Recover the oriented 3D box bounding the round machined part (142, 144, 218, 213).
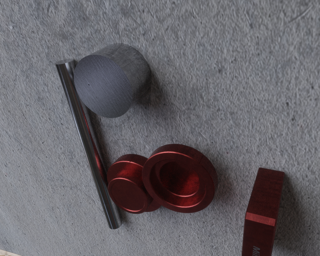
[{"bbox_3d":[0.029,0.063,0.415,0.098,0.042,0.097,10,121,18],"label":"round machined part"}]

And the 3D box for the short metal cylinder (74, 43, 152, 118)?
[{"bbox_3d":[-0.058,-0.059,0.383,0.080,0.050,0.079,13,124,20],"label":"short metal cylinder"}]

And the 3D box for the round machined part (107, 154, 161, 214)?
[{"bbox_3d":[-0.039,0.091,0.471,0.098,0.042,0.097,13,124,20],"label":"round machined part"}]

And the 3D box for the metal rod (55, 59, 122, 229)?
[{"bbox_3d":[-0.104,0.041,0.484,0.025,0.025,0.298,4,120,26],"label":"metal rod"}]

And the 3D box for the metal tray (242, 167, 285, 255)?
[{"bbox_3d":[0.124,0.125,0.376,0.030,0.090,0.129,9,123,23],"label":"metal tray"}]
